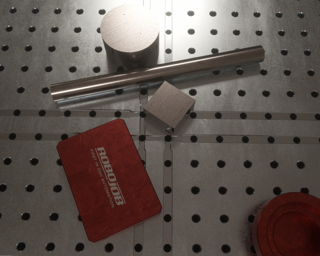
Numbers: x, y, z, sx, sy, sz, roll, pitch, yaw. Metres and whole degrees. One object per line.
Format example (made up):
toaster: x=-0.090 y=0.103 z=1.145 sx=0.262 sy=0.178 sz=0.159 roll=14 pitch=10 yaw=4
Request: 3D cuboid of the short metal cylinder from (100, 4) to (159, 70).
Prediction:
short metal cylinder: x=-0.041 y=-0.129 z=0.445 sx=0.081 sy=0.050 sz=0.080 roll=0 pitch=70 yaw=-1

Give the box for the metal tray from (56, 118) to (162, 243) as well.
metal tray: x=-0.063 y=0.063 z=0.385 sx=0.091 sy=0.030 sz=0.130 roll=-23 pitch=72 yaw=-9

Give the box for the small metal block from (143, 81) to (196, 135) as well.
small metal block: x=0.013 y=-0.028 z=0.422 sx=0.050 sy=0.025 sz=0.050 roll=34 pitch=73 yaw=11

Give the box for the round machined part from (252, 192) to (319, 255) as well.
round machined part: x=0.155 y=0.126 z=0.359 sx=0.099 sy=0.042 sz=0.098 roll=0 pitch=70 yaw=-1

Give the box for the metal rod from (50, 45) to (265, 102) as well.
metal rod: x=0.000 y=-0.078 z=0.440 sx=0.302 sy=0.025 sz=0.025 roll=-12 pitch=71 yaw=-5
